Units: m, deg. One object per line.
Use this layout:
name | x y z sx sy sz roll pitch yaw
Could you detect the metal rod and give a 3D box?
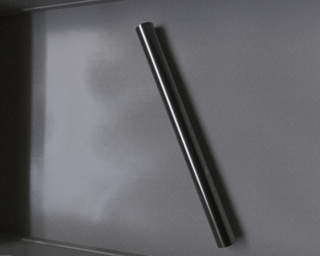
metal rod | 0.031 0.003 0.398 0.025 0.025 0.299 -23 83 18
